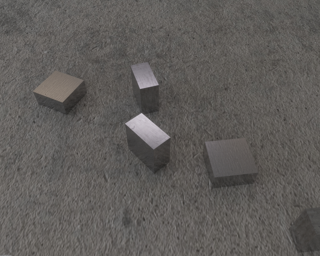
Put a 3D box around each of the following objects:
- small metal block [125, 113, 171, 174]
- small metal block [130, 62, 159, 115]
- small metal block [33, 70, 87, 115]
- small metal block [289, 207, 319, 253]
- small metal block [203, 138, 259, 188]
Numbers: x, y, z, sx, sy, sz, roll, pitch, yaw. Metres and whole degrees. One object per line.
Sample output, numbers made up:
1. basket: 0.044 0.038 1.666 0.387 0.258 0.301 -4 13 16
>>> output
1. small metal block: -0.014 0.019 0.371 0.025 0.050 0.050 -35 58 -25
2. small metal block: -0.021 -0.055 0.433 0.025 0.050 0.050 -14 52 -11
3. small metal block: -0.142 -0.052 0.445 0.050 0.025 0.050 20 53 16
4. small metal block: 0.163 0.099 0.304 0.050 0.050 0.025 -4 50 -4
5. small metal block: 0.082 0.041 0.369 0.050 0.025 0.050 -5 50 -5
